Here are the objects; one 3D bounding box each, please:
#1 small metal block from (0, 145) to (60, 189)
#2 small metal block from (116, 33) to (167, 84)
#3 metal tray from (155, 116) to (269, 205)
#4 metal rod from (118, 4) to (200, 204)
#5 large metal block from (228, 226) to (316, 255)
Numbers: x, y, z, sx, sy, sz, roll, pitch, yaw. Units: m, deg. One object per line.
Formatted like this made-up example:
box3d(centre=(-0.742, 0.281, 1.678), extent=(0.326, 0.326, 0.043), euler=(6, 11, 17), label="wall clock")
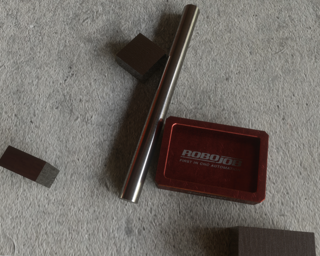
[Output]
box3d(centre=(-0.157, 0.048, 0.375), extent=(0.050, 0.050, 0.025), euler=(22, 72, 7), label="small metal block")
box3d(centre=(-0.026, -0.100, 0.444), extent=(0.050, 0.025, 0.050), euler=(39, 74, 13), label="small metal block")
box3d(centre=(0.065, 0.040, 0.391), extent=(0.131, 0.030, 0.090), euler=(9, 70, 3), label="metal tray")
box3d(centre=(0.005, -0.046, 0.425), extent=(0.025, 0.025, 0.299), euler=(16, 71, 5), label="metal rod")
box3d(centre=(0.121, 0.154, 0.340), extent=(0.080, 0.050, 0.080), euler=(5, 70, 1), label="large metal block")
